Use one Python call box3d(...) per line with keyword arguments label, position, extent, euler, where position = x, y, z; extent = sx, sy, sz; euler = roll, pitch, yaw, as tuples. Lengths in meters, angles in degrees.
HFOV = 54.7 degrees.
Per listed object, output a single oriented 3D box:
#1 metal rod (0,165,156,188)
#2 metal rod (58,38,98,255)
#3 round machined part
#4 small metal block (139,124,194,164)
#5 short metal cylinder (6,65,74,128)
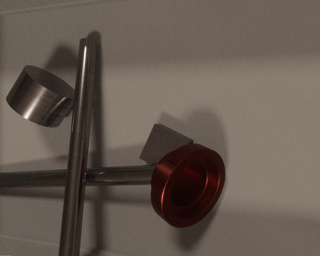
box3d(label="metal rod", position=(-0.136, 0.072, 0.444), extent=(0.301, 0.025, 0.025), euler=(-6, 88, 24))
box3d(label="metal rod", position=(-0.108, 0.022, 0.413), extent=(0.025, 0.025, 0.299), euler=(-3, 76, 19))
box3d(label="round machined part", position=(0.029, 0.064, 0.369), extent=(0.042, 0.099, 0.097), euler=(25, 99, 49))
box3d(label="small metal block", position=(0.008, 0.028, 0.407), extent=(0.050, 0.025, 0.050), euler=(27, 99, 17))
box3d(label="short metal cylinder", position=(-0.165, -0.045, 0.438), extent=(0.080, 0.080, 0.050), euler=(40, 103, 15))
